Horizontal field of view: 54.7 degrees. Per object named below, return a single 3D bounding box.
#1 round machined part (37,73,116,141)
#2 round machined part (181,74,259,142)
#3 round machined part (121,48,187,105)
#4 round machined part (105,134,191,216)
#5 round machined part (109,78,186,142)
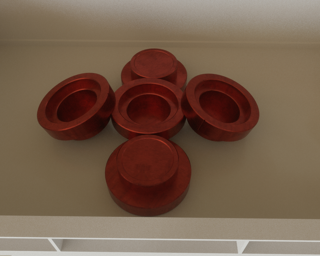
[{"bbox_3d":[-0.102,-0.023,0.400,0.098,0.042,0.098,-11,48,13],"label":"round machined part"},{"bbox_3d":[0.073,-0.021,0.399,0.099,0.042,0.098,11,49,-13],"label":"round machined part"},{"bbox_3d":[-0.009,-0.081,0.460,0.099,0.042,0.098,0,50,0],"label":"round machined part"},{"bbox_3d":[-0.013,0.046,0.353,0.099,0.042,0.098,0,50,0],"label":"round machined part"},{"bbox_3d":[-0.015,-0.018,0.406,0.099,0.042,0.098,0,50,0],"label":"round machined part"}]
